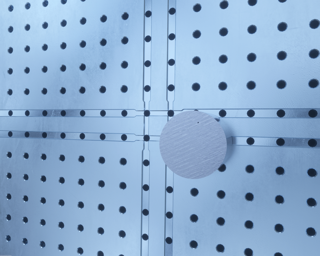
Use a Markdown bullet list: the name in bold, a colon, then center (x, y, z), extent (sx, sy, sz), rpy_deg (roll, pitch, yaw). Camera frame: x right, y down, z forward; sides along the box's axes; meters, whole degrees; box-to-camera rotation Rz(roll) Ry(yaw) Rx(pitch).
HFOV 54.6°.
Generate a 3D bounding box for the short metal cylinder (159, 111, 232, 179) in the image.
- **short metal cylinder**: center (0.046, 0.019, 0.383), extent (0.080, 0.050, 0.080), rpy_deg (0, 90, 20)
